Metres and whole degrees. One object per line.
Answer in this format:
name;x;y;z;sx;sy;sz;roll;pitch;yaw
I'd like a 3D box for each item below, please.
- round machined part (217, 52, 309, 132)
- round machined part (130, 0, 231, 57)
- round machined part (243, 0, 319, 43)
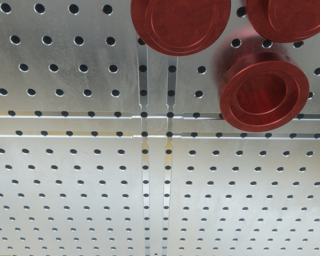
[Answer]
round machined part;0.116;-0.045;0.363;0.099;0.042;0.097;0;130;0
round machined part;0.020;-0.114;0.304;0.099;0.042;0.097;0;130;0
round machined part;0.132;-0.126;0.295;0.099;0.042;0.097;0;130;0
